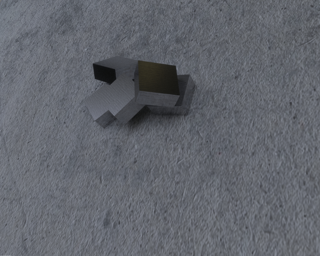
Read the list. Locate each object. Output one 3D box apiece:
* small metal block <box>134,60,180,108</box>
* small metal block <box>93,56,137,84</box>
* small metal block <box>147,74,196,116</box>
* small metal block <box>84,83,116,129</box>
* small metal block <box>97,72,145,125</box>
[{"bbox_3d":[-0.005,-0.056,0.393,0.050,0.025,0.050,5,56,-15],"label":"small metal block"},{"bbox_3d":[-0.067,-0.090,0.479,0.050,0.025,0.050,20,36,35],"label":"small metal block"},{"bbox_3d":[0.017,-0.044,0.423,0.050,0.025,0.050,2,63,29],"label":"small metal block"},{"bbox_3d":[-0.080,-0.035,0.467,0.050,0.025,0.050,-38,51,2],"label":"small metal block"},{"bbox_3d":[-0.049,-0.040,0.421,0.050,0.025,0.050,-44,51,-3],"label":"small metal block"}]
